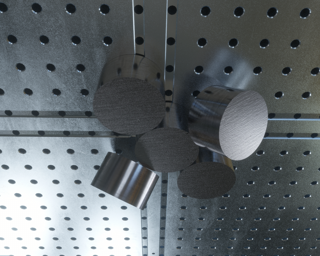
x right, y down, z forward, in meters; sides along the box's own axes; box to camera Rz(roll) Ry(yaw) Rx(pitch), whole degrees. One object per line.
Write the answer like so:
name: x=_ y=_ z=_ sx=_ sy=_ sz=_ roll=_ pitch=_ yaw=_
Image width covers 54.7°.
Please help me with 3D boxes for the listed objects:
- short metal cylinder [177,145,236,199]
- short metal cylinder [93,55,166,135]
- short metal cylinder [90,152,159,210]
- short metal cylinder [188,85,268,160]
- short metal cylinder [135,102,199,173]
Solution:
short metal cylinder: x=0.064 y=0.057 z=0.445 sx=0.081 sy=0.050 sz=0.079 roll=0 pitch=130 yaw=0
short metal cylinder: x=-0.034 y=-0.038 z=0.362 sx=0.081 sy=0.050 sz=0.079 roll=0 pitch=130 yaw=0
short metal cylinder: x=-0.048 y=0.074 z=0.430 sx=0.080 sy=0.050 sz=0.080 roll=24 pitch=166 yaw=7
short metal cylinder: x=0.080 y=-0.008 z=0.363 sx=0.081 sy=0.050 sz=0.079 roll=-11 pitch=109 yaw=-34
short metal cylinder: x=0.009 y=0.013 z=0.406 sx=0.081 sy=0.050 sz=0.079 roll=0 pitch=130 yaw=0
